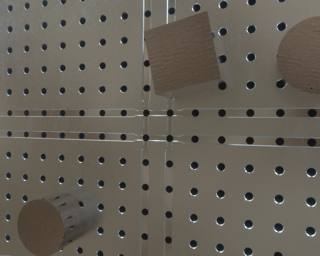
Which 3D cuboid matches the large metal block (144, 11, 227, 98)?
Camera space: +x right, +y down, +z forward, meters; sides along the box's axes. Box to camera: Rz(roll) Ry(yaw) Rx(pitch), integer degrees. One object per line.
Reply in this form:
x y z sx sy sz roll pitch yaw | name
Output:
0.033 -0.087 0.388 0.080 0.050 0.080 -12 86 19 | large metal block

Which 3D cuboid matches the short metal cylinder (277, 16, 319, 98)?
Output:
0.171 -0.074 0.339 0.080 0.050 0.080 0 90 20 | short metal cylinder

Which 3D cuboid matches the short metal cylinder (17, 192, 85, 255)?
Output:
-0.159 0.139 0.455 0.080 0.050 0.080 0 90 20 | short metal cylinder
